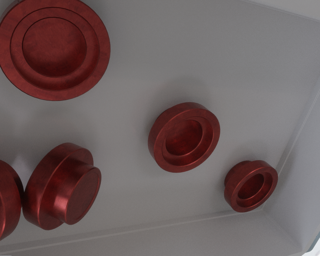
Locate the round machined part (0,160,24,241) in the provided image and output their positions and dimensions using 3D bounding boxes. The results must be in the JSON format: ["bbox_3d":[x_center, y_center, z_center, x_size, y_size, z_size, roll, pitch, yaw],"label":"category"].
[{"bbox_3d":[-0.182,0.070,0.318,0.097,0.098,0.042,-65,168,18],"label":"round machined part"}]

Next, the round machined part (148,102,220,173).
[{"bbox_3d":[0.028,0.009,0.419,0.099,0.042,0.097,-14,124,-21],"label":"round machined part"}]

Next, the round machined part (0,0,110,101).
[{"bbox_3d":[-0.101,-0.078,0.294,0.099,0.042,0.097,-14,124,-21],"label":"round machined part"}]

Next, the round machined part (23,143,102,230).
[{"bbox_3d":[-0.102,0.069,0.350,0.098,0.042,0.098,19,91,-75],"label":"round machined part"}]

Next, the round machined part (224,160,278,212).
[{"bbox_3d":[0.152,0.096,0.540,0.099,0.042,0.097,-14,124,-21],"label":"round machined part"}]
